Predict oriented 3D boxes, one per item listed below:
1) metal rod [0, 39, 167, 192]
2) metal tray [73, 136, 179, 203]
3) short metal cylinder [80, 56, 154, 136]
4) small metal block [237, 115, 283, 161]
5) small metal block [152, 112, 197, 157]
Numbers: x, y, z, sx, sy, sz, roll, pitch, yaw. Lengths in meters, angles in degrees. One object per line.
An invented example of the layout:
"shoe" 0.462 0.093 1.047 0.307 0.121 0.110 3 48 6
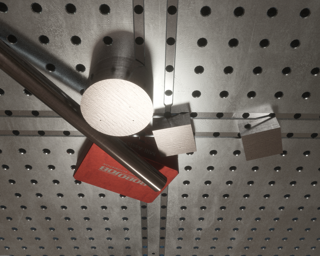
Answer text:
"metal rod" -0.103 -0.017 0.370 0.025 0.025 0.300 -36 114 26
"metal tray" -0.049 0.058 0.457 0.131 0.030 0.089 23 126 -19
"short metal cylinder" -0.048 -0.036 0.364 0.081 0.050 0.079 -1 130 0
"small metal block" 0.138 0.015 0.427 0.050 0.025 0.050 -14 129 11
"small metal block" 0.020 0.010 0.421 0.050 0.025 0.050 -10 130 8
